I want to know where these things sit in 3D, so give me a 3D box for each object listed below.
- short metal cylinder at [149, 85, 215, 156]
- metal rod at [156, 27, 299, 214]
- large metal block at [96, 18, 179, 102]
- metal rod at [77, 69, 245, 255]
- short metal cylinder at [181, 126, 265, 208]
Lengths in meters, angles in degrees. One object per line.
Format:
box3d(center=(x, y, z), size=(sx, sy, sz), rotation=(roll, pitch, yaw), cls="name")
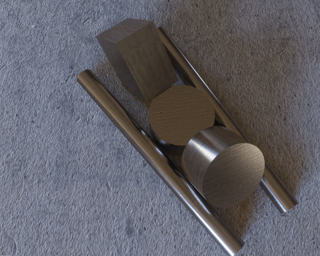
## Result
box3d(center=(0.026, -0.008, 0.399), size=(0.081, 0.050, 0.080), rotation=(0, 70, 0), cls="short metal cylinder")
box3d(center=(0.076, -0.022, 0.417), size=(0.025, 0.025, 0.299), rotation=(-31, 73, -11), cls="metal rod")
box3d(center=(-0.030, -0.090, 0.396), size=(0.050, 0.080, 0.080), rotation=(-35, 32, -12), cls="large metal block")
box3d(center=(-0.009, 0.034, 0.396), size=(0.025, 0.025, 0.300), rotation=(-39, 75, -13), cls="metal rod")
box3d(center=(0.072, 0.044, 0.358), size=(0.080, 0.080, 0.050), rotation=(-30, 31, -10), cls="short metal cylinder")
